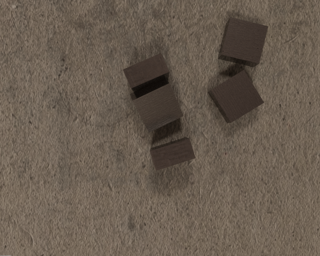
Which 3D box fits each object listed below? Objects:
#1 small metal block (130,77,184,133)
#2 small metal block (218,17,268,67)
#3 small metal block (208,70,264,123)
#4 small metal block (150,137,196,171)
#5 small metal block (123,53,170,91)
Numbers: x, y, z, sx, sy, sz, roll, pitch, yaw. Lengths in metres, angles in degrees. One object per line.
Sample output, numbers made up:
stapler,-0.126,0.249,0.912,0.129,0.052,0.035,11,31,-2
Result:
small metal block,-0.004,-0.030,0.400,0.050,0.025,0.050,-26,119,0
small metal block,0.109,-0.113,0.411,0.050,0.025,0.050,14,90,-1
small metal block,0.100,-0.041,0.411,0.050,0.025,0.050,-32,90,-1
small metal block,0.015,0.032,0.398,0.050,0.050,0.025,-18,90,0
small metal block,-0.017,-0.069,0.397,0.050,0.050,0.025,-24,89,0
